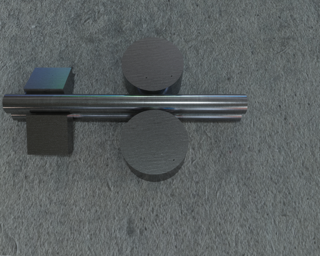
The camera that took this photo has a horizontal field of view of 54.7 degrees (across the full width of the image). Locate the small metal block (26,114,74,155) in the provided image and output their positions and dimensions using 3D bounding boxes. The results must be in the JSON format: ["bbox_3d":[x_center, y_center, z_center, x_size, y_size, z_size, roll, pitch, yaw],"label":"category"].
[{"bbox_3d":[-0.139,0.007,0.395,0.050,0.025,0.050,1,97,-1],"label":"small metal block"}]

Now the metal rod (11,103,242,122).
[{"bbox_3d":[-0.044,-0.022,0.417,0.302,0.025,0.025,0,70,0],"label":"metal rod"}]

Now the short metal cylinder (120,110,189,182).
[{"bbox_3d":[-0.006,0.024,0.387,0.081,0.050,0.080,0,70,0],"label":"short metal cylinder"}]

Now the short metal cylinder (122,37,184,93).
[{"bbox_3d":[-0.009,-0.076,0.423,0.081,0.050,0.080,0,70,0],"label":"short metal cylinder"}]

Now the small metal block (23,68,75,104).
[{"bbox_3d":[-0.148,-0.058,0.419,0.050,0.025,0.050,0,43,0],"label":"small metal block"}]

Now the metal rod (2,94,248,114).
[{"bbox_3d":[-0.043,-0.031,0.394,0.302,0.025,0.025,0,70,0],"label":"metal rod"}]
